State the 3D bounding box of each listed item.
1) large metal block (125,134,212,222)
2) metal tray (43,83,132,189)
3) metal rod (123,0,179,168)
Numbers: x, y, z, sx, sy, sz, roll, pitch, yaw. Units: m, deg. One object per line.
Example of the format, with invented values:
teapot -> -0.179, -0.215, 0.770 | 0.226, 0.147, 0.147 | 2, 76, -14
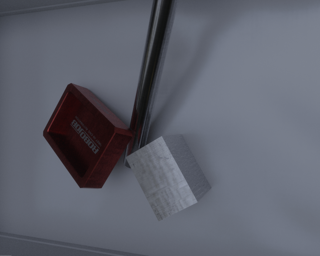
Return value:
large metal block -> 0.014, 0.055, 0.376 | 0.050, 0.080, 0.080 | -31, 80, 17
metal tray -> -0.102, 0.008, 0.416 | 0.130, 0.030, 0.090 | 41, 105, 37
metal rod -> -0.007, -0.074, 0.345 | 0.025, 0.025, 0.298 | 26, 124, 18
